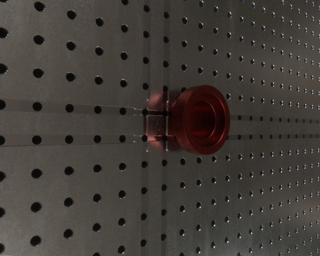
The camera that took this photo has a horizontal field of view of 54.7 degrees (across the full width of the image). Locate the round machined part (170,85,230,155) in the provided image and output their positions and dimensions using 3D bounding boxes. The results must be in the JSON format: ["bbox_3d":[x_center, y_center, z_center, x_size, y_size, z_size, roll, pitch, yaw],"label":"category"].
[{"bbox_3d":[0.054,-0.011,0.446,0.099,0.042,0.097,0,90,-40],"label":"round machined part"}]
